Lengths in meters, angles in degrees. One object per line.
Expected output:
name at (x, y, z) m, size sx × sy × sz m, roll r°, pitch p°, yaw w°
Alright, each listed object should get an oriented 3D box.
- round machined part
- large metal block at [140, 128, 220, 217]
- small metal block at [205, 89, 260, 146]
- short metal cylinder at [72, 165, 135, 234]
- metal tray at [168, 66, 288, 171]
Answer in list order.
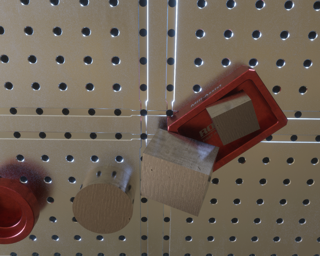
round machined part at (-0.222, 0.113, 0.444) m, size 0.099 × 0.042 × 0.097 m, roll 0°, pitch 110°, yaw 0°
large metal block at (0.023, 0.057, 0.396) m, size 0.080 × 0.050 × 0.079 m, roll 18°, pitch 131°, yaw 14°
small metal block at (0.091, -0.013, 0.386) m, size 0.050 × 0.025 × 0.050 m, roll -26°, pitch 128°, yaw 6°
short metal cylinder at (-0.076, 0.100, 0.436) m, size 0.081 × 0.050 × 0.079 m, roll 0°, pitch 110°, yaw 0°
metal tray at (0.086, -0.008, 0.408) m, size 0.130 × 0.030 × 0.090 m, roll -36°, pitch 107°, yaw 12°
